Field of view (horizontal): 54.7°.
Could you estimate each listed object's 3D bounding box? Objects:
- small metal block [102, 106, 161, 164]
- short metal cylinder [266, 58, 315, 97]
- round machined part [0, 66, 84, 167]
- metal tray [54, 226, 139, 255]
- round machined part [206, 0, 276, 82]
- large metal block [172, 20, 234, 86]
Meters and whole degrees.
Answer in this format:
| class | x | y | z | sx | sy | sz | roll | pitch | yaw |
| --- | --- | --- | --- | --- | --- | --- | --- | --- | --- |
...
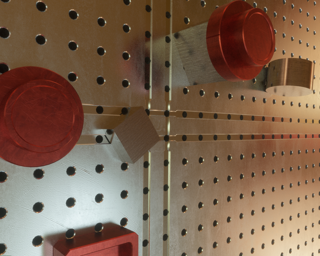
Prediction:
| class | x | y | z | sx | sy | sz | roll | pitch | yaw |
| --- | --- | --- | --- | --- | --- | --- | --- | --- | --- |
| small metal block | -0.034 | 0.008 | 0.381 | 0.050 | 0.025 | 0.050 | -42 | 115 | -32 |
| short metal cylinder | 0.241 | -0.092 | 0.575 | 0.081 | 0.080 | 0.050 | 12 | 82 | -39 |
| round machined part | -0.118 | -0.011 | 0.299 | 0.099 | 0.042 | 0.097 | 0 | 90 | -40 |
| metal tray | -0.069 | 0.186 | 0.347 | 0.091 | 0.030 | 0.129 | 0 | 90 | -40 |
| round machined part | 0.105 | -0.108 | 0.382 | 0.099 | 0.042 | 0.097 | 0 | 91 | -40 |
| large metal block | 0.074 | -0.110 | 0.435 | 0.050 | 0.080 | 0.080 | -34 | 112 | -35 |
